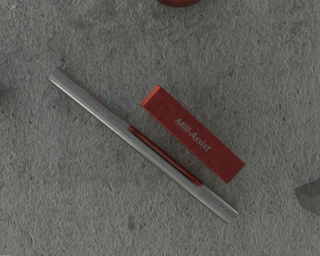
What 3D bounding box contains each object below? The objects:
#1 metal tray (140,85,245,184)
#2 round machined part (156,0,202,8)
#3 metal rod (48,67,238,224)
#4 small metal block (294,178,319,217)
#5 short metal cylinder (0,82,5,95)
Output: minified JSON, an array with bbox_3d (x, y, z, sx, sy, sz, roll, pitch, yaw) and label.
[{"bbox_3d":[0.035,0.007,0.377,0.130,0.090,0.030,42,90,-1],"label":"metal tray"},{"bbox_3d":[0.024,-0.204,0.402,0.099,0.042,0.097,0,90,-1],"label":"round machined part"},{"bbox_3d":[-0.022,0.023,0.409,0.300,0.025,0.025,39,90,-1],"label":"metal rod"},{"bbox_3d":[0.212,0.086,0.400,0.050,0.050,0.025,-23,90,0],"label":"small metal block"},{"bbox_3d":[-0.243,-0.052,0.379,0.080,0.080,0.050,37,90,-1],"label":"short metal cylinder"}]
